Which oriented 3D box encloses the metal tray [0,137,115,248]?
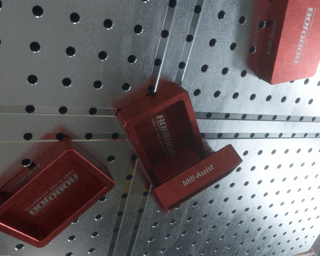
[{"bbox_3d":[-0.134,0.083,0.386,0.130,0.030,0.090,-41,130,-1],"label":"metal tray"}]

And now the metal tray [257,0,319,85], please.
[{"bbox_3d":[0.191,-0.131,0.434,0.091,0.030,0.129,-13,124,-22],"label":"metal tray"}]

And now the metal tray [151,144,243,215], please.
[{"bbox_3d":[0.052,0.079,0.457,0.131,0.030,0.090,-29,162,-10],"label":"metal tray"}]

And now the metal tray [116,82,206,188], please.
[{"bbox_3d":[0.007,0.014,0.422,0.090,0.030,0.129,-29,129,-10],"label":"metal tray"}]
